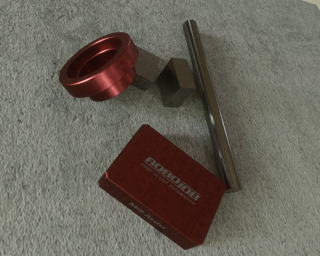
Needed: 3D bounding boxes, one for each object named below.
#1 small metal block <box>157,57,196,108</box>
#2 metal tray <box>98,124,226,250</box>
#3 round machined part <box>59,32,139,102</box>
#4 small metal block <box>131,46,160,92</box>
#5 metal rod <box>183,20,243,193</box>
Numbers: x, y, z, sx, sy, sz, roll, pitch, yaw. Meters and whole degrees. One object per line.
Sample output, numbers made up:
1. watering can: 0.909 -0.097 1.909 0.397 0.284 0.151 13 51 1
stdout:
1. small metal block: 0.022 -0.063 0.440 0.025 0.050 0.050 1 62 -28
2. metal tray: 0.007 0.067 0.365 0.130 0.030 0.090 38 51 -3
3. round machined part: -0.069 -0.070 0.376 0.042 0.098 0.098 57 40 -38
4. small metal block: -0.032 -0.087 0.441 0.050 0.025 0.050 25 53 -13
5. metal rod: 0.074 -0.049 0.475 0.025 0.025 0.299 5 60 -26
